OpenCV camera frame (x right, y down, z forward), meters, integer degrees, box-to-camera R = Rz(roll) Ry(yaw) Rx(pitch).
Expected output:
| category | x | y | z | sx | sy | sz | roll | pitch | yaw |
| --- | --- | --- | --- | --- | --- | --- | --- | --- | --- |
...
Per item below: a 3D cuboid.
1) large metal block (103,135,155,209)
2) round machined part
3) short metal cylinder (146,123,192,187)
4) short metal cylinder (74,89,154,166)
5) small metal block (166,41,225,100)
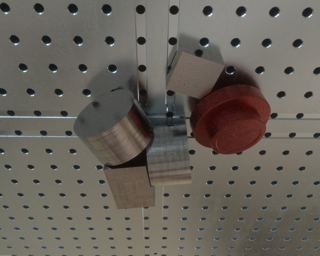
| category | x | y | z | sx | sy | sz | roll | pitch | yaw |
| --- | --- | --- | --- | --- | --- | --- | --- | --- | --- |
| large metal block | -0.037 | 0.051 | 0.418 | 0.050 | 0.080 | 0.080 | -6 | 130 | 4 |
| round machined part | 0.090 | -0.004 | 0.382 | 0.099 | 0.042 | 0.097 | -10 | 141 | -8 |
| short metal cylinder | 0.013 | 0.035 | 0.406 | 0.050 | 0.080 | 0.080 | -5 | 130 | 4 |
| short metal cylinder | -0.055 | -0.002 | 0.374 | 0.080 | 0.080 | 0.050 | -19 | 127 | 15 |
| small metal block | 0.039 | -0.065 | 0.357 | 0.050 | 0.025 | 0.050 | 15 | 129 | -13 |
